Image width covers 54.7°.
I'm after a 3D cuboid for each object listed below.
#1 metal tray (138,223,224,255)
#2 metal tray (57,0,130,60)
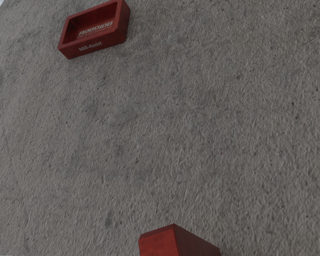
[{"bbox_3d":[0.032,0.139,0.252,0.030,0.130,0.090,-24,53,15],"label":"metal tray"},{"bbox_3d":[-0.123,-0.185,0.578,0.130,0.030,0.090,-10,57,22],"label":"metal tray"}]
